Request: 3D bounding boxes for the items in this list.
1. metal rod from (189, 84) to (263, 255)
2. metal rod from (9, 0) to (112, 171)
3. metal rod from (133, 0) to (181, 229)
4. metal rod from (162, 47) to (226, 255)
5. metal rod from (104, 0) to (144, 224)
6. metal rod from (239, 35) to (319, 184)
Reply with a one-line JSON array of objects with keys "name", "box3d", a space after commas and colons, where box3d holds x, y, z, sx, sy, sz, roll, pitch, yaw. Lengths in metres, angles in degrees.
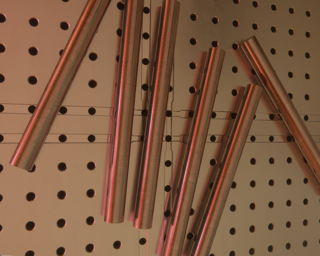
[{"name": "metal rod", "box3d": [0.091, 0.079, 0.445, 0.025, 0.025, 0.299, 23, 82, -19]}, {"name": "metal rod", "box3d": [-0.102, -0.093, 0.374, 0.025, 0.025, 0.299, 25, 82, -18]}, {"name": "metal rod", "box3d": [-0.004, -0.020, 0.410, 0.025, 0.025, 0.299, 8, 87, -20]}, {"name": "metal rod", "box3d": [0.047, 0.035, 0.429, 0.025, 0.025, 0.299, 15, 85, -20]}, {"name": "metal rod", "box3d": [-0.045, -0.032, 0.395, 0.025, 0.025, 0.298, 6, 88, -20]}, {"name": "metal rod", "box3d": [0.211, -0.009, 0.489, 0.025, 0.025, 0.299, -38, 102, -16]}]
